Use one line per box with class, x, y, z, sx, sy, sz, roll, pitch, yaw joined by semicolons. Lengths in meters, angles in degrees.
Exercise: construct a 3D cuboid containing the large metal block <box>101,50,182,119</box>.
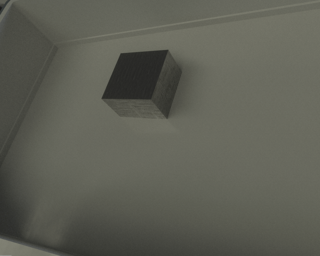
large metal block;-0.024;-0.061;0.441;0.080;0.050;0.080;4;64;30
